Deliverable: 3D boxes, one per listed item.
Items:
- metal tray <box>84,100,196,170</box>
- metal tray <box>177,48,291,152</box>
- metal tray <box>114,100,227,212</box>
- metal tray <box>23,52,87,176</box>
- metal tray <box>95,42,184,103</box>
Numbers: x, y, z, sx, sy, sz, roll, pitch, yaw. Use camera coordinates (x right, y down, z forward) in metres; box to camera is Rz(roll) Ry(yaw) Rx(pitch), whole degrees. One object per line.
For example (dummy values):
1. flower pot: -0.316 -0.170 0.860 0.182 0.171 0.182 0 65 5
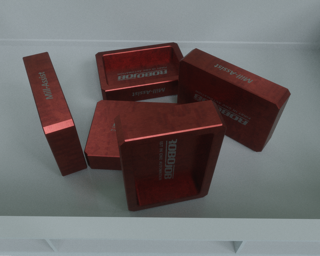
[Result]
1. metal tray: -0.020 0.009 0.390 0.131 0.030 0.090 3 50 2
2. metal tray: 0.084 -0.034 0.390 0.130 0.089 0.030 31 57 23
3. metal tray: 0.008 0.033 0.305 0.091 0.129 0.030 -9 51 -9
4. metal tray: -0.127 -0.018 0.374 0.030 0.089 0.130 -19 53 -16
5. metal tray: -0.026 -0.085 0.470 0.131 0.030 0.090 -10 51 -9
